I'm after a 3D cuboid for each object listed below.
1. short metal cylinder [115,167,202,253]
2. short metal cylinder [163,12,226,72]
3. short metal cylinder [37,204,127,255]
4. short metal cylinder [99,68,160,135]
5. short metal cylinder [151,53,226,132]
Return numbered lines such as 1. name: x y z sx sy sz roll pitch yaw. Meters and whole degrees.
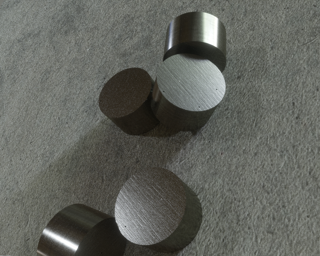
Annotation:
1. short metal cylinder: -0.001 0.089 0.334 0.080 0.050 0.080 -13 56 21
2. short metal cylinder: 0.046 -0.104 0.408 0.080 0.080 0.050 -8 59 24
3. short metal cylinder: -0.081 0.128 0.333 0.050 0.080 0.080 11 67 33
4. short metal cylinder: -0.037 -0.036 0.430 0.080 0.050 0.080 -13 56 21
5. short metal cylinder: 0.032 -0.042 0.374 0.081 0.050 0.080 5 62 -9
